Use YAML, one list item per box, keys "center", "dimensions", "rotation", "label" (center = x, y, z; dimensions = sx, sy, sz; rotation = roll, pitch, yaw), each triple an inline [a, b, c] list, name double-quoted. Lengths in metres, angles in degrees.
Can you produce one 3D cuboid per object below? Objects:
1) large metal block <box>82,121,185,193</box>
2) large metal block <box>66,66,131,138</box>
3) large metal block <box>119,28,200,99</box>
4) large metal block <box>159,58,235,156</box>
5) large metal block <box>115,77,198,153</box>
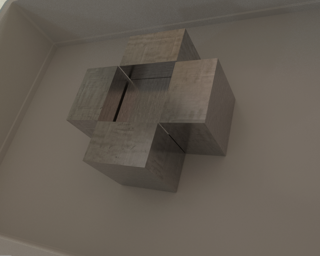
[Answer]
- center: [-0.027, 0.034, 0.362]
  dimensions: [0.080, 0.080, 0.050]
  rotation: [2, 63, 29]
  label: "large metal block"
- center: [-0.069, -0.026, 0.422]
  dimensions: [0.050, 0.080, 0.080]
  rotation: [1, 62, 29]
  label: "large metal block"
- center: [0.006, -0.081, 0.415]
  dimensions: [0.080, 0.080, 0.050]
  rotation: [1, 62, 28]
  label: "large metal block"
- center: [0.047, -0.022, 0.358]
  dimensions: [0.050, 0.080, 0.080]
  rotation: [1, 62, 29]
  label: "large metal block"
- center: [-0.004, -0.017, 0.399]
  dimensions: [0.080, 0.050, 0.080]
  rotation: [1, 62, 28]
  label: "large metal block"
